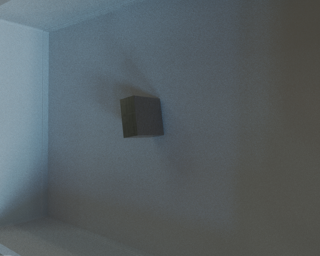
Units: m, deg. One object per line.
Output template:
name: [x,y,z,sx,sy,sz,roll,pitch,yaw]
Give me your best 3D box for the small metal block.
small metal block: [-0.023,-0.014,0.406,0.025,0.050,0.050,-11,82,40]
